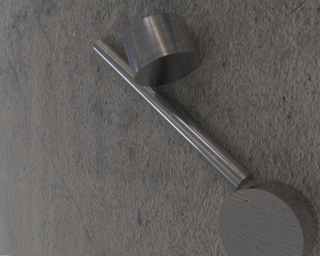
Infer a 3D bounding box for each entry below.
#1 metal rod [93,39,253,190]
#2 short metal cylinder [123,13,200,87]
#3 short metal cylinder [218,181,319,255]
[{"bbox_3d":[-0.001,-0.035,0.405,0.300,0.025,0.025,45,117,30],"label":"metal rod"},{"bbox_3d":[0.002,-0.090,0.368,0.080,0.081,0.050,-28,73,36],"label":"short metal cylinder"},{"bbox_3d":[0.105,0.095,0.302,0.080,0.050,0.080,0,90,40],"label":"short metal cylinder"}]
